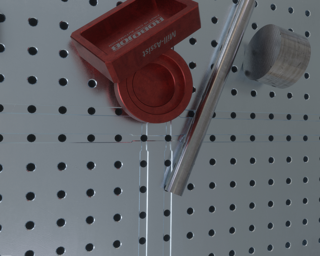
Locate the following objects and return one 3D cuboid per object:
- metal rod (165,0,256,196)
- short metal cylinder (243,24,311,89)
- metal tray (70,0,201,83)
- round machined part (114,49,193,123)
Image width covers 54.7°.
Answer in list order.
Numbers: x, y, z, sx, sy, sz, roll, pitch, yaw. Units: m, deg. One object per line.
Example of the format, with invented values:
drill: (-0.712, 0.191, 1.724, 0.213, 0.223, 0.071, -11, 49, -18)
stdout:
metal rod: (0.074, -0.049, 0.439, 0.025, 0.025, 0.299, 25, 82, -19)
short metal cylinder: (0.165, -0.101, 0.444, 0.050, 0.080, 0.080, 12, 86, -20)
metal tray: (-0.028, -0.116, 0.368, 0.131, 0.090, 0.030, -37, 141, -16)
round machined part: (-0.011, -0.055, 0.399, 0.099, 0.042, 0.097, 0, 90, -20)
